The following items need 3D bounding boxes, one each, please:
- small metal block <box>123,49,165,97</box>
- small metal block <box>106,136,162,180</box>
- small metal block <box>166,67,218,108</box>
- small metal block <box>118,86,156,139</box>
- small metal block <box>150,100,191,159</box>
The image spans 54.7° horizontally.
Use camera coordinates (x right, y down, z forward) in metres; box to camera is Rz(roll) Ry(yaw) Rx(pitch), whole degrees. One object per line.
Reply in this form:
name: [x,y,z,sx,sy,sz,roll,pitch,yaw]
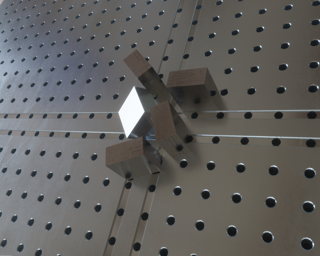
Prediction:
small metal block: [-0.022,-0.078,0.450,0.025,0.050,0.050,-39,51,2]
small metal block: [-0.032,0.039,0.384,0.050,0.050,0.025,-18,55,18]
small metal block: [0.043,-0.050,0.400,0.050,0.050,0.025,-1,61,27]
small metal block: [-0.029,-0.020,0.419,0.050,0.025,0.050,-54,42,33]
small metal block: [0.013,0.002,0.383,0.025,0.050,0.050,-22,54,14]
